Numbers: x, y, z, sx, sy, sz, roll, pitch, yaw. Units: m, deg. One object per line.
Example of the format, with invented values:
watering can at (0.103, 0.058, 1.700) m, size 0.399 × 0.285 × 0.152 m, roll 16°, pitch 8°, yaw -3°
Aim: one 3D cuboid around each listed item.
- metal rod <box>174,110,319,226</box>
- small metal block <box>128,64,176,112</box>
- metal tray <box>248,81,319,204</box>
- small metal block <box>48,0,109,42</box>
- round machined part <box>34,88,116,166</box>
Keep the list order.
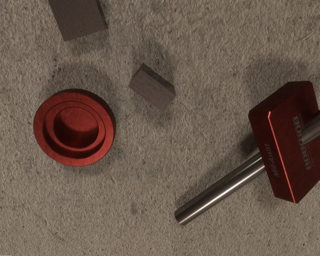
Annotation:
metal rod at (0.136, 0.043, 0.406) m, size 0.299 × 0.025 × 0.025 m, roll -40°, pitch 106°, yaw 21°
small metal block at (-0.009, -0.051, 0.378) m, size 0.050 × 0.050 × 0.025 m, roll 36°, pitch 106°, yaw -13°
metal tray at (0.168, 0.017, 0.391) m, size 0.091 × 0.030 × 0.129 m, roll -33°, pitch 111°, yaw -26°
small metal block at (-0.094, -0.133, 0.359) m, size 0.050 × 0.025 × 0.050 m, roll -16°, pitch 110°, yaw 5°
round machined part at (-0.105, -0.004, 0.398) m, size 0.099 × 0.042 × 0.097 m, roll 0°, pitch 110°, yaw -1°
